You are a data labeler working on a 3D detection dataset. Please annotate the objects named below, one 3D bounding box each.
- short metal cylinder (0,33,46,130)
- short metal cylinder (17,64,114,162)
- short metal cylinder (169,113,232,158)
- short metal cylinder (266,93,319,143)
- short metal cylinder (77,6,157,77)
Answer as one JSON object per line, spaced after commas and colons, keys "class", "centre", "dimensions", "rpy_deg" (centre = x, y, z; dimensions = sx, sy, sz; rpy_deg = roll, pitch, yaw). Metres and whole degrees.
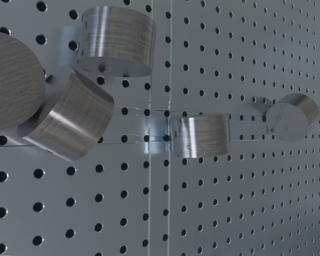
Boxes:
{"class": "short metal cylinder", "centre": [-0.148, -0.038, 0.268], "dimensions": [0.081, 0.050, 0.079], "rpy_deg": [0, 90, -40]}
{"class": "short metal cylinder", "centre": [-0.090, -0.014, 0.297], "dimensions": [0.050, 0.080, 0.080], "rpy_deg": [37, 67, -34]}
{"class": "short metal cylinder", "centre": [0.054, 0.008, 0.419], "dimensions": [0.081, 0.080, 0.050], "rpy_deg": [-8, 96, -40]}
{"class": "short metal cylinder", "centre": [0.248, -0.019, 0.581], "dimensions": [0.050, 0.080, 0.080], "rpy_deg": [-30, 109, -36]}
{"class": "short metal cylinder", "centre": [-0.046, -0.089, 0.334], "dimensions": [0.081, 0.080, 0.050], "rpy_deg": [9, 85, -40]}
